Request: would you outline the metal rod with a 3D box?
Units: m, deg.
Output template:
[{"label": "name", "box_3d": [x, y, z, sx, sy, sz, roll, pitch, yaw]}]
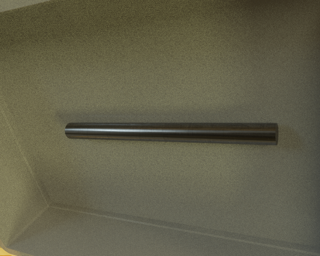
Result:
[{"label": "metal rod", "box_3d": [-0.004, 0.006, 0.410, 0.301, 0.025, 0.025, 1, 119, 27]}]
